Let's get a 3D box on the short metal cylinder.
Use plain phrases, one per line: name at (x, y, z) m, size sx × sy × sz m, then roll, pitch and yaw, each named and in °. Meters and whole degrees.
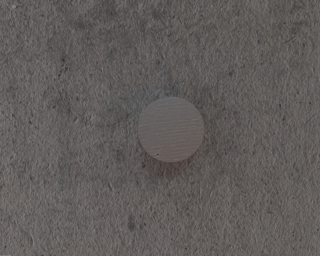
short metal cylinder at (0.013, 0.002, 0.399) m, size 0.081 × 0.050 × 0.079 m, roll 0°, pitch 90°, yaw -1°
